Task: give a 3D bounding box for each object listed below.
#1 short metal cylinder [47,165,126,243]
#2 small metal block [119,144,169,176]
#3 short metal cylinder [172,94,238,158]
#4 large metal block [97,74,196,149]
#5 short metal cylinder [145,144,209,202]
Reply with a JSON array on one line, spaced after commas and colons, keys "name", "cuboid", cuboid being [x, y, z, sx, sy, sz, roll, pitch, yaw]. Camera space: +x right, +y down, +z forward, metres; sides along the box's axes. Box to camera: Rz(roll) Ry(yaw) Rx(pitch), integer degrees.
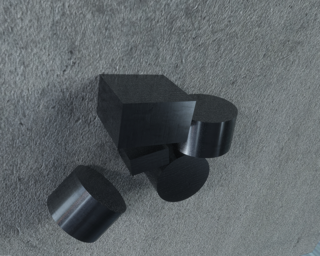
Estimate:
[{"name": "short metal cylinder", "cuboid": [-0.088, 0.091, 0.380, 0.050, 0.080, 0.080, -47, 129, 4]}, {"name": "small metal block", "cuboid": [-0.022, 0.029, 0.397, 0.050, 0.050, 0.025, -17, 125, -19]}, {"name": "short metal cylinder", "cuboid": [0.055, -0.005, 0.398, 0.081, 0.080, 0.050, -10, 123, -23]}, {"name": "large metal block", "cuboid": [-0.019, -0.023, 0.347, 0.081, 0.080, 0.050, -4, 120, -26]}, {"name": "short metal cylinder", "cuboid": [0.022, 0.057, 0.438, 0.081, 0.050, 0.079, -14, 124, -21]}]
